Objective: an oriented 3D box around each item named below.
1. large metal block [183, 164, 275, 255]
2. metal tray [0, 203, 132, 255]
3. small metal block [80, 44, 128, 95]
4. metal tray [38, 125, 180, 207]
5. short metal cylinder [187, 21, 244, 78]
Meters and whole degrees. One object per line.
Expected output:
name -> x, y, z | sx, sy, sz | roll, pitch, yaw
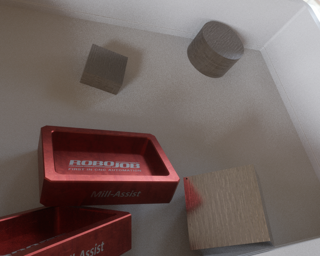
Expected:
large metal block -> 0.076, 0.094, 0.348 | 0.050, 0.080, 0.080 | 49, 32, -54
metal tray -> -0.092, 0.086, 0.227 | 0.131, 0.090, 0.030 | 3, 87, -62
small metal block -> -0.074, -0.078, 0.415 | 0.050, 0.025, 0.050 | 19, 54, -18
metal tray -> -0.055, 0.038, 0.324 | 0.131, 0.030, 0.090 | 5, 30, -26
short metal cylinder -> 0.093, -0.132, 0.522 | 0.081, 0.050, 0.080 | 14, 56, -21
